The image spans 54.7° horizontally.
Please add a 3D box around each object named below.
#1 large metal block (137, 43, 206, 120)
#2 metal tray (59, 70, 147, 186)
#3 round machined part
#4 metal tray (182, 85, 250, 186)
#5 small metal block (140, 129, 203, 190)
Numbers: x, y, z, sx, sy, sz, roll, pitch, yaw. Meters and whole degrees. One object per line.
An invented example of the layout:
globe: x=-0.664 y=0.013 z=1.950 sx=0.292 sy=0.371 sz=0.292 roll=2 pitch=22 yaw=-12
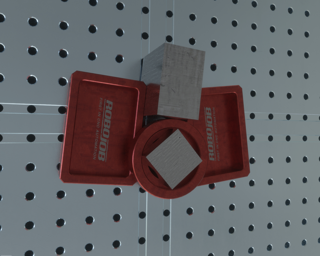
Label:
large metal block: x=0.011 y=-0.052 z=0.383 sx=0.050 sy=0.080 sz=0.080 roll=7 pitch=88 yaw=-20
metal tray: x=-0.070 y=0.002 z=0.380 sx=0.091 sy=0.030 sz=0.129 roll=7 pitch=88 yaw=-20
round machined part: x=0.008 y=0.037 z=0.392 sx=0.099 sy=0.042 sz=0.097 roll=0 pitch=90 yaw=-20
metal tray: x=0.074 y=0.009 z=0.433 sx=0.091 sy=0.030 sz=0.129 roll=-7 pitch=93 yaw=-20
small metal block: x=0.013 y=0.036 z=0.369 sx=0.050 sy=0.025 sz=0.050 roll=-41 pitch=103 yaw=-15
